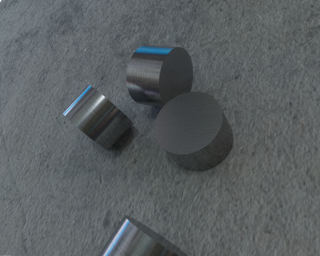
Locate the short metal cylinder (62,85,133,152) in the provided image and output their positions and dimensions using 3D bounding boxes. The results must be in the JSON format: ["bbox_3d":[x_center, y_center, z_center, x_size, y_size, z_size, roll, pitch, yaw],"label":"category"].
[{"bbox_3d":[-0.083,-0.013,0.418,0.050,0.080,0.080,-49,52,-6],"label":"short metal cylinder"}]

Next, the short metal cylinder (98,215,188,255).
[{"bbox_3d":[-0.015,0.128,0.297,0.080,0.080,0.050,25,75,36],"label":"short metal cylinder"}]

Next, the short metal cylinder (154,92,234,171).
[{"bbox_3d":[0.040,0.004,0.363,0.080,0.050,0.080,-13,56,20],"label":"short metal cylinder"}]

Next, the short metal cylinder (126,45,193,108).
[{"bbox_3d":[0.002,-0.067,0.408,0.050,0.080,0.080,13,68,33],"label":"short metal cylinder"}]
